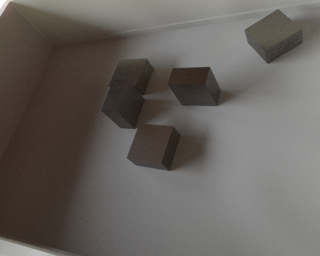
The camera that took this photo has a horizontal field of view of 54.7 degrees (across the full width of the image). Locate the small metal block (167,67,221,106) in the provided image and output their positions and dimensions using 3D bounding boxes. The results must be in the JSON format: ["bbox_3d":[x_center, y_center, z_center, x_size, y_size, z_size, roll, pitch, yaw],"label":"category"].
[{"bbox_3d":[0.045,-0.052,0.397,0.050,0.050,0.025,4,64,29],"label":"small metal block"}]

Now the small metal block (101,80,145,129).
[{"bbox_3d":[-0.050,-0.033,0.434,0.025,0.050,0.050,4,64,30],"label":"small metal block"}]

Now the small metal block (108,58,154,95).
[{"bbox_3d":[-0.044,-0.078,0.475,0.050,0.025,0.050,5,64,30],"label":"small metal block"}]

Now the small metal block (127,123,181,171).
[{"bbox_3d":[-0.008,0.024,0.394,0.050,0.025,0.050,5,64,30],"label":"small metal block"}]

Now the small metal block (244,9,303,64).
[{"bbox_3d":[0.147,-0.119,0.401,0.050,0.025,0.050,-31,52,8],"label":"small metal block"}]
